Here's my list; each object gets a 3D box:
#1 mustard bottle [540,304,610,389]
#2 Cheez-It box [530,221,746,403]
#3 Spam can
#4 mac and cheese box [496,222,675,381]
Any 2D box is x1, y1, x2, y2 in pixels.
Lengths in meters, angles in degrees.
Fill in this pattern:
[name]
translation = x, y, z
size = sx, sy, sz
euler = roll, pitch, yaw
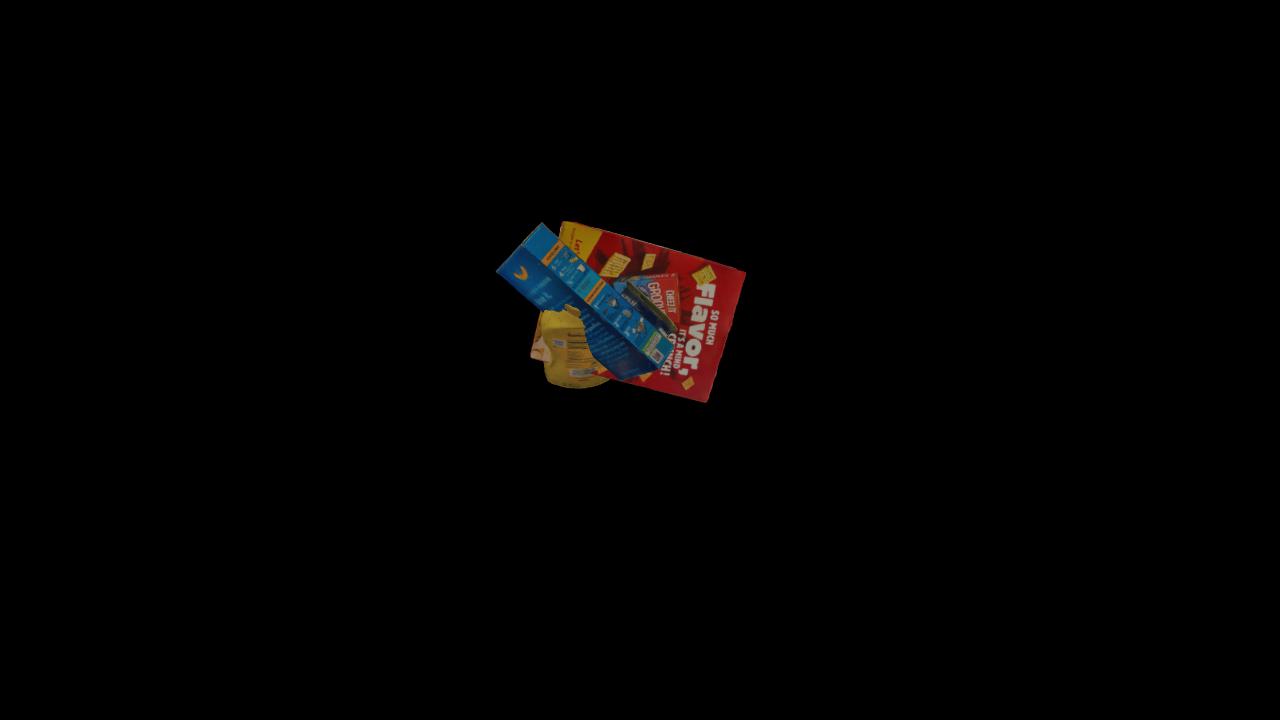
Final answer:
[mustard bottle]
translation = -0.064, -0.032, 0.681
size = 0.092, 0.054, 0.184
euler = 0, -30, -6
[Cheez-It box]
translation = -0.004, -0.058, 0.738
size = 0.223, 0.166, 0.071
euler = 14, 10, -7
[Spam can]
translation = -0.022, -0.041, 0.713
size = 0.101, 0.085, 0.058
euler = 44, 0, 28
[mac and cheese box]
translation = -0.058, -0.054, 0.645
size = 0.184, 0.041, 0.093
euler = 43, -25, -15
